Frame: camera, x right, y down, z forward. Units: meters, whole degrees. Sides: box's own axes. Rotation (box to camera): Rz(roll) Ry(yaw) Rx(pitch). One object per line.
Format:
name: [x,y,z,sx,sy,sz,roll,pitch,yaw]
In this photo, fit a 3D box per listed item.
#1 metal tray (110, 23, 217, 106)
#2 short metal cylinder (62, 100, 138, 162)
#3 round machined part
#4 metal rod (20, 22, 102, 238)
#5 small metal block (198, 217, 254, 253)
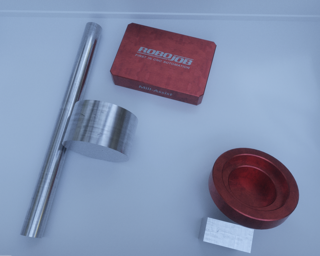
metal tray: [0.006,-0.092,0.441,0.131,0.030,0.090,15,70,5]
short metal cylinder: [-0.071,0.006,0.377,0.080,0.080,0.050,11,71,3]
round machined part: [0.105,0.073,0.362,0.099,0.042,0.098,5,45,-5]
metal rod: [-0.124,-0.012,0.412,0.025,0.025,0.299,10,70,3]
small metal block: [0.073,0.121,0.353,0.050,0.050,0.025,13,74,4]
